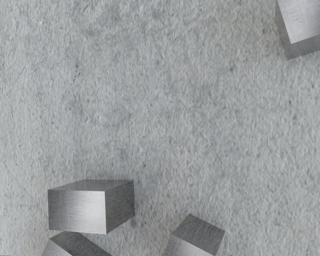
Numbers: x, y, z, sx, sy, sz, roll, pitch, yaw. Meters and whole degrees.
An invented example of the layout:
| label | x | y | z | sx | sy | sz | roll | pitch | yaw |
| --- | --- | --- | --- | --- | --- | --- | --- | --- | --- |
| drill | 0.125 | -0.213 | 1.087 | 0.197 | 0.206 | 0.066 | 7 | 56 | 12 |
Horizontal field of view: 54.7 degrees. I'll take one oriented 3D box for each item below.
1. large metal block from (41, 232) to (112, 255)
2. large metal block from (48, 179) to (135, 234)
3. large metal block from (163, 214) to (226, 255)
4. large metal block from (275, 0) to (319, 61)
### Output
| label | x | y | z | sx | sy | sz | roll | pitch | yaw |
| --- | --- | --- | --- | --- | --- | --- | --- | --- | --- |
| large metal block | -0.125 | 0.204 | 0.438 | 0.080 | 0.050 | 0.080 | 27 | 99 | 17 |
| large metal block | -0.087 | 0.100 | 0.409 | 0.080 | 0.080 | 0.050 | -3 | 89 | 19 |
| large metal block | 0.034 | 0.159 | 0.367 | 0.050 | 0.080 | 0.080 | 22 | 97 | 18 |
| large metal block | 0.168 | -0.115 | 0.321 | 0.080 | 0.080 | 0.050 | -17 | 85 | 19 |
